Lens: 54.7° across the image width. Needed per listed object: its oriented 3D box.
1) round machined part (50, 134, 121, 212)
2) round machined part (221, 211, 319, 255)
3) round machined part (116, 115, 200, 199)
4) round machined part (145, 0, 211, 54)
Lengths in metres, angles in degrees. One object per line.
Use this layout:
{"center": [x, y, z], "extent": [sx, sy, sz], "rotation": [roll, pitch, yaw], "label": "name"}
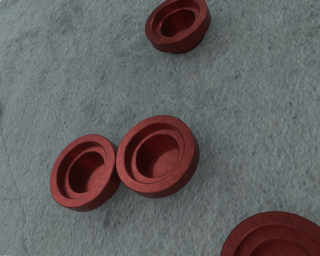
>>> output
{"center": [-0.089, 0.060, 0.400], "extent": [0.098, 0.042, 0.098], "rotation": [-14, 56, 22], "label": "round machined part"}
{"center": [0.104, 0.125, 0.262], "extent": [0.098, 0.042, 0.098], "rotation": [-13, 56, 20], "label": "round machined part"}
{"center": [0.000, 0.037, 0.369], "extent": [0.098, 0.042, 0.098], "rotation": [-13, 56, 20], "label": "round machined part"}
{"center": [0.030, -0.152, 0.469], "extent": [0.098, 0.042, 0.098], "rotation": [-13, 56, 20], "label": "round machined part"}
